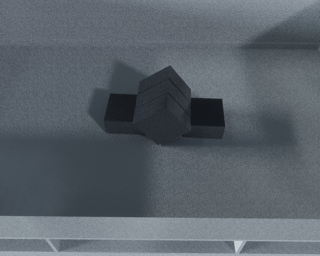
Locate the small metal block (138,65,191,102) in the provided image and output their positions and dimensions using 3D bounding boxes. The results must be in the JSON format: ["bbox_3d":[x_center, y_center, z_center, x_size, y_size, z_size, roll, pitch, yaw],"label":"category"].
[{"bbox_3d":[0.007,-0.049,0.414,0.050,0.050,0.025,-23,43,28],"label":"small metal block"}]

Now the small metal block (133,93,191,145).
[{"bbox_3d":[0.003,-0.010,0.382,0.050,0.050,0.025,-24,43,28],"label":"small metal block"}]

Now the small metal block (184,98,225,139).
[{"bbox_3d":[0.058,-0.014,0.416,0.050,0.025,0.050,2,50,1],"label":"small metal block"}]

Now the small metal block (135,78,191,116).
[{"bbox_3d":[0.005,-0.029,0.398,0.050,0.050,0.025,-24,43,28],"label":"small metal block"}]

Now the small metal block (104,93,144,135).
[{"bbox_3d":[-0.045,-0.019,0.419,0.050,0.025,0.050,3,50,2],"label":"small metal block"}]
